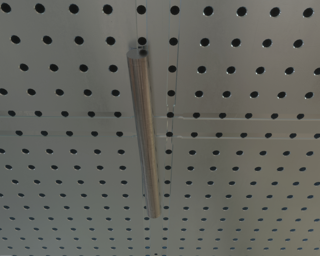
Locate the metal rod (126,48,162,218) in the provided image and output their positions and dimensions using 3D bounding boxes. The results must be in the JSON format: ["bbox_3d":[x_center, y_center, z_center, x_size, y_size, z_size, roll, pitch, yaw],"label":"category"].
[{"bbox_3d":[-0.017,0.032,0.437,0.025,0.025,0.298,-2,130,2],"label":"metal rod"}]
